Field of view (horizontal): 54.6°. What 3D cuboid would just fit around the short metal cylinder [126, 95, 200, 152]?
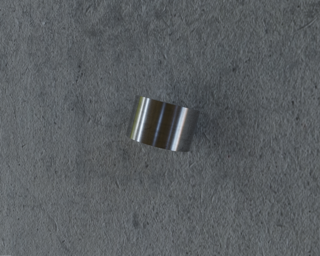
[{"bbox_3d":[0.004,-0.006,0.379,0.080,0.080,0.050,16,96,19],"label":"short metal cylinder"}]
